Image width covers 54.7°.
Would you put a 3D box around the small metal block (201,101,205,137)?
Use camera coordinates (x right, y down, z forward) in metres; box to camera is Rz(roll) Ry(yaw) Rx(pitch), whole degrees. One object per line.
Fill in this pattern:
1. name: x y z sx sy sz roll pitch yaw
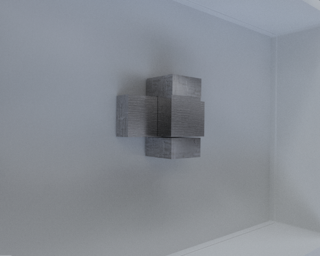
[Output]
1. small metal block: 0.036 -0.013 0.434 0.050 0.025 0.050 1 90 -40

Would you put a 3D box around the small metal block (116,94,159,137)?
1. small metal block: -0.025 -0.014 0.382 0.050 0.025 0.050 1 90 -40

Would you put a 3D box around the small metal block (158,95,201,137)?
1. small metal block: 0.025 -0.014 0.391 0.050 0.025 0.050 1 90 -40

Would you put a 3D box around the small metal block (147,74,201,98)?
1. small metal block: 0.018 -0.052 0.402 0.050 0.050 0.025 1 90 -40

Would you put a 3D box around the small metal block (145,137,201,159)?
1. small metal block: 0.017 0.024 0.400 0.050 0.050 0.025 1 90 -40
